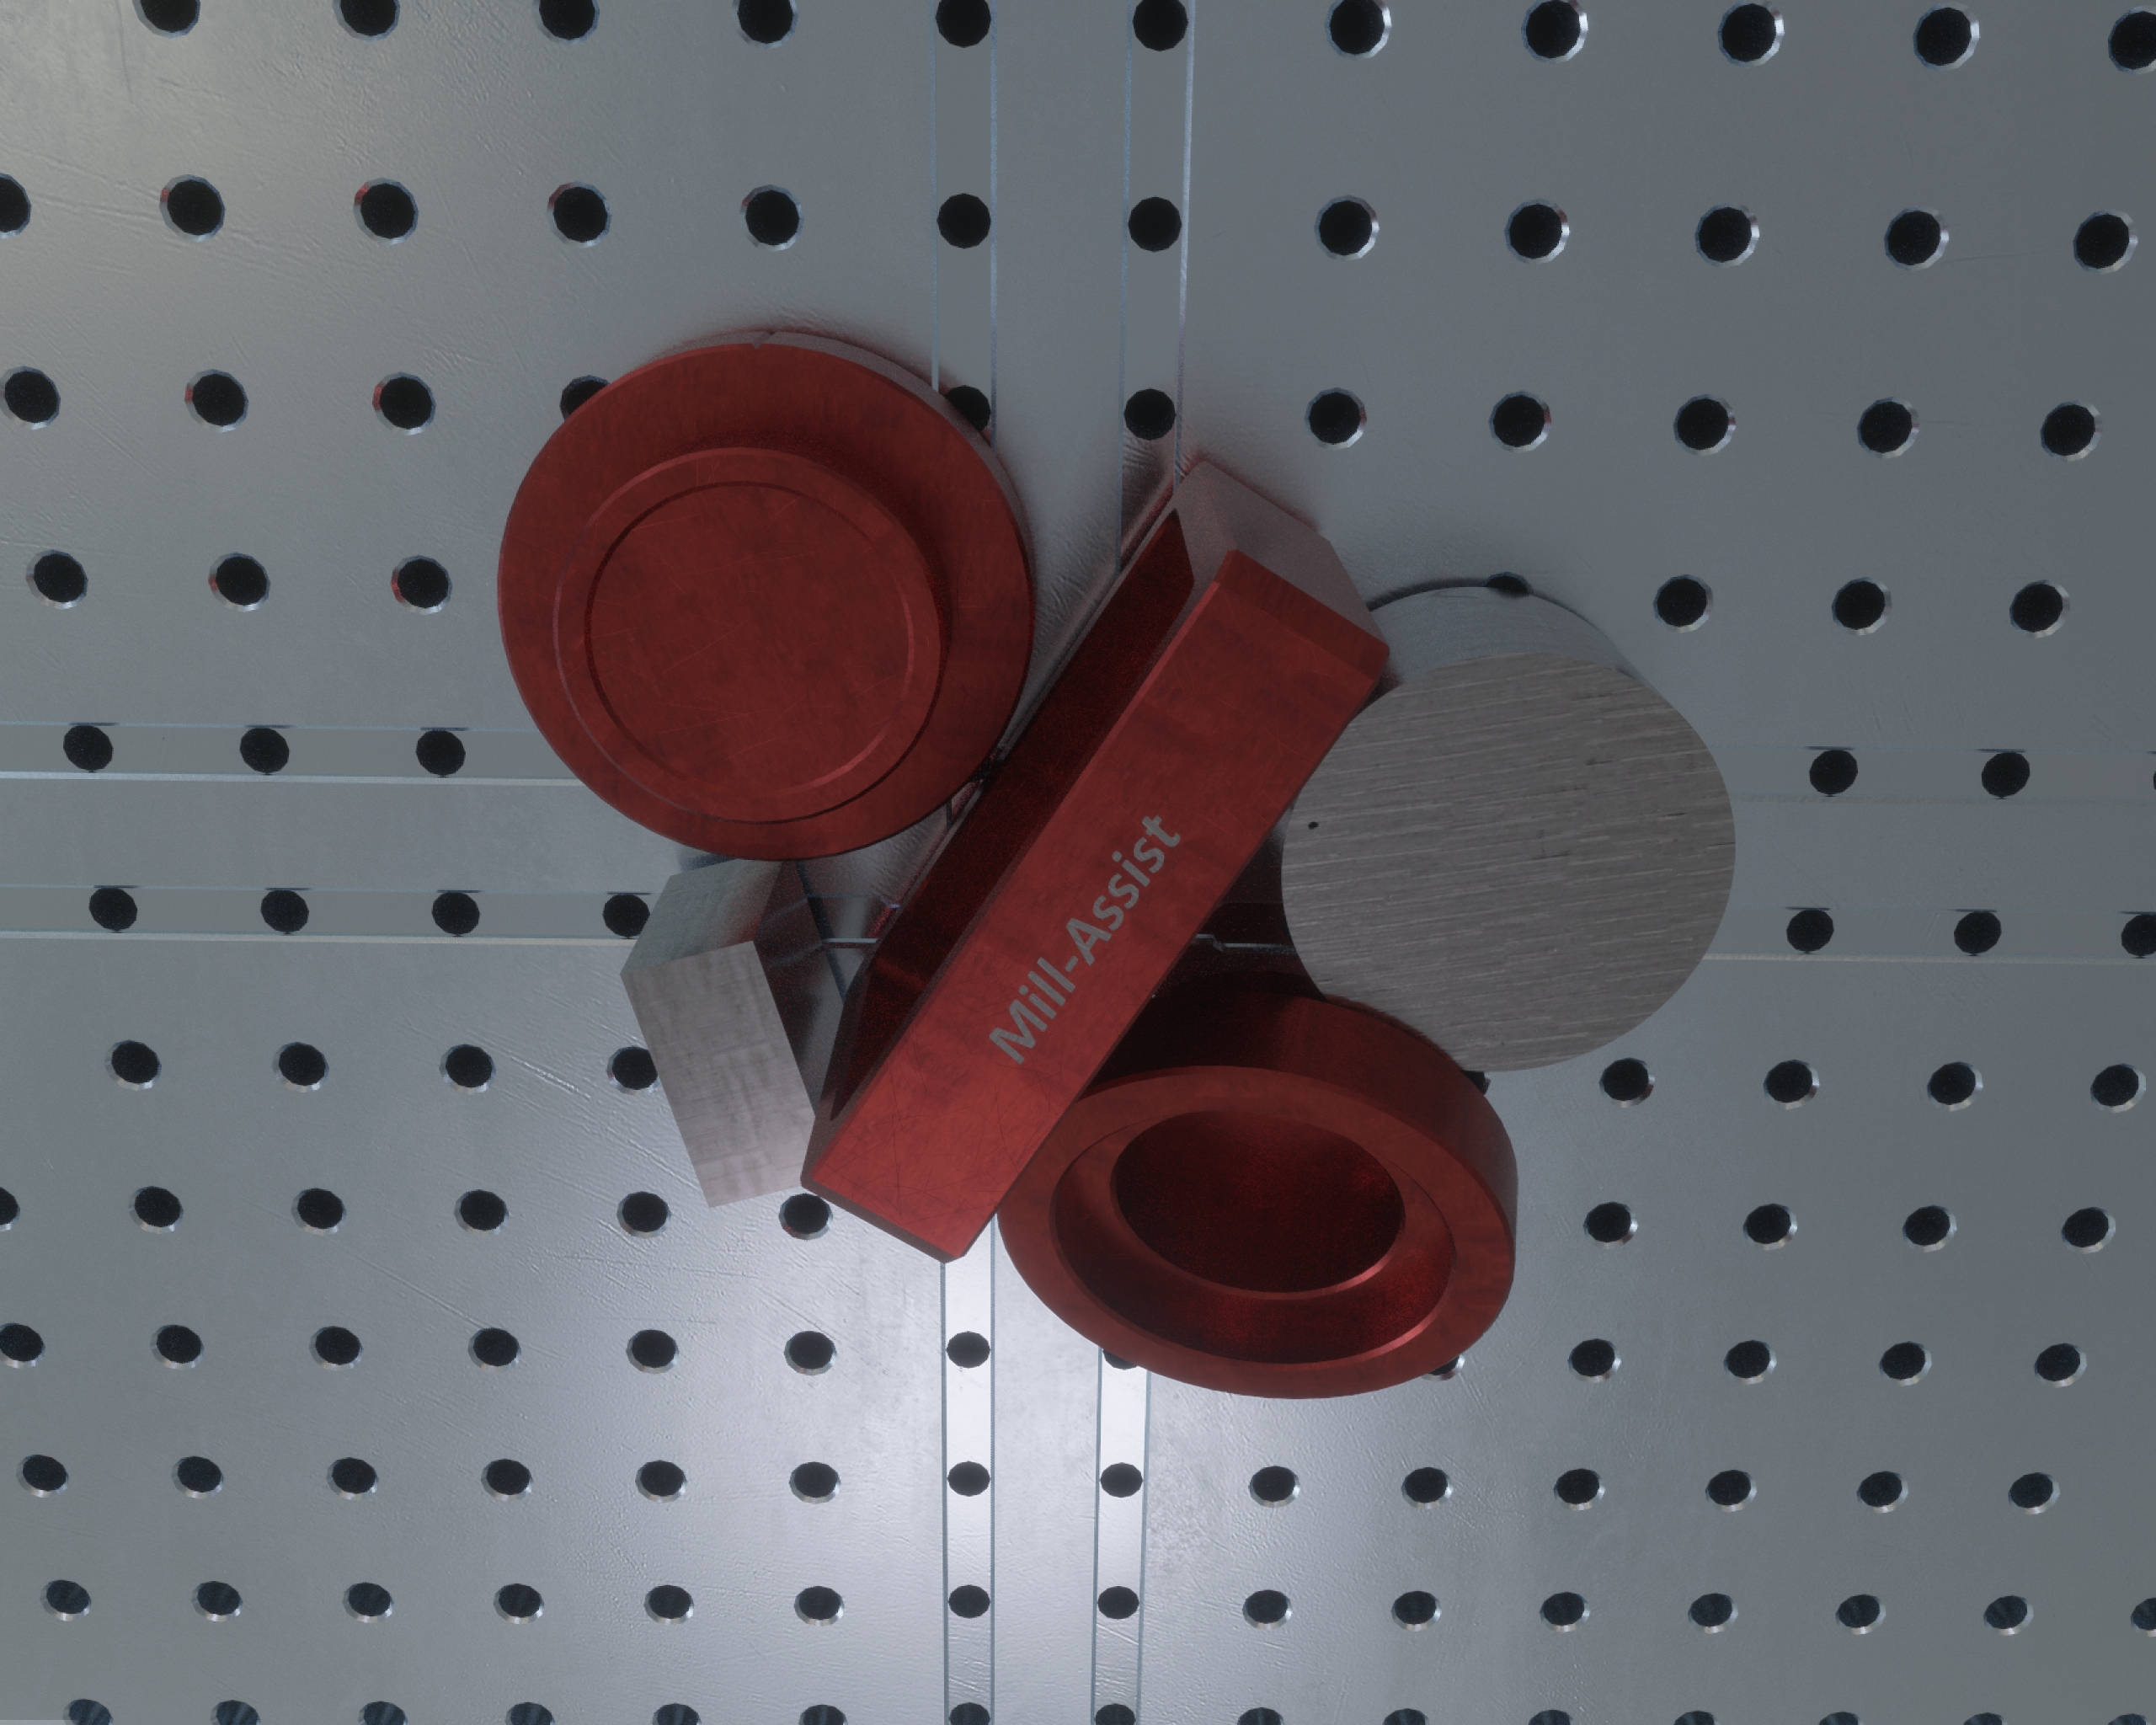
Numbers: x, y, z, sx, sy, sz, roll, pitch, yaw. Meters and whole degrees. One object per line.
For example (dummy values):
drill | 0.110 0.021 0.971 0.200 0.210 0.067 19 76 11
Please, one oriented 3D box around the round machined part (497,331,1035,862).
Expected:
round machined part | -0.057 -0.045 0.382 0.099 0.042 0.097 0 110 0

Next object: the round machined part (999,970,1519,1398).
round machined part | 0.037 0.059 0.410 0.098 0.042 0.097 7 132 8

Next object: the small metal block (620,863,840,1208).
small metal block | -0.064 0.031 0.406 0.025 0.050 0.050 -14 110 5

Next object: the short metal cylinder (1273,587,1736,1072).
short metal cylinder | 0.076 -0.007 0.394 0.081 0.050 0.079 0 110 0

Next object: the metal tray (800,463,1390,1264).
metal tray | 0.001 -0.003 0.373 0.030 0.090 0.129 31 107 -11
